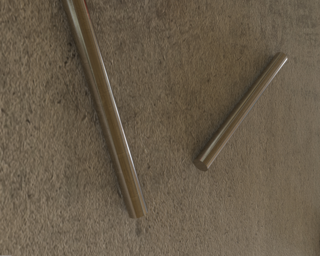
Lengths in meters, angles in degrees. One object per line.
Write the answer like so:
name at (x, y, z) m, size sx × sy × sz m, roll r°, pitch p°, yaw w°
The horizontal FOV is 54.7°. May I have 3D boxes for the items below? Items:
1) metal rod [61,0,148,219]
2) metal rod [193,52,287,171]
metal rod at (-0.064, -0.035, 0.351) m, size 0.025 × 0.025 × 0.298 m, roll -25°, pitch 106°, yaw -38°
metal rod at (0.148, -0.041, 0.531) m, size 0.301 × 0.025 × 0.025 m, roll -47°, pitch 119°, yaw -30°
